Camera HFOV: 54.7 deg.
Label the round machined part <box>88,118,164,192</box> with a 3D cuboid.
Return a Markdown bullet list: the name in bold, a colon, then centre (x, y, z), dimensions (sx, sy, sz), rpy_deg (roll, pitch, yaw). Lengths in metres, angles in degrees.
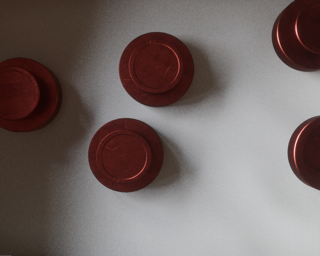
- **round machined part**: centre (-0.045, 0.035, 0.402), dimensions (0.099, 0.042, 0.097), rpy_deg (0, 90, 0)

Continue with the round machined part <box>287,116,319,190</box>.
- **round machined part**: centre (0.215, 0.032, 0.404), dimensions (0.099, 0.042, 0.097), rpy_deg (0, 90, 0)

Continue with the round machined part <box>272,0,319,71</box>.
- **round machined part**: centre (0.202, -0.126, 0.404), dimensions (0.099, 0.042, 0.097), rpy_deg (0, 90, 0)

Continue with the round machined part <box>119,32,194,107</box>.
- **round machined part**: centre (-0.004, -0.077, 0.403), dimensions (0.099, 0.042, 0.097), rpy_deg (0, 90, 0)

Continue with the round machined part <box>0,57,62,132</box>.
- **round machined part**: centre (-0.182, -0.043, 0.401), dimensions (0.099, 0.042, 0.097), rpy_deg (0, 90, 0)
